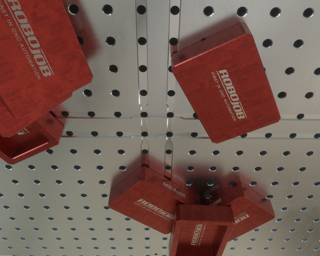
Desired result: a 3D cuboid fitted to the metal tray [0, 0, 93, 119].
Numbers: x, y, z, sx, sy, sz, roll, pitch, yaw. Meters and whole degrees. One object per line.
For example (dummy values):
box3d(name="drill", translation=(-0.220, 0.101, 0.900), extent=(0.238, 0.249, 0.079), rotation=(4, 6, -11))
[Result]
box3d(name="metal tray", translation=(-0.130, -0.085, 0.294), extent=(0.090, 0.030, 0.129), rotation=(-34, 127, -23))

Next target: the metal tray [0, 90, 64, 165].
box3d(name="metal tray", translation=(-0.200, -0.016, 0.392), extent=(0.090, 0.030, 0.130), rotation=(-23, 127, 18))

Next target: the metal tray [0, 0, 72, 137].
box3d(name="metal tray", translation=(-0.163, -0.065, 0.319), extent=(0.090, 0.030, 0.130), rotation=(-38, 130, -17))

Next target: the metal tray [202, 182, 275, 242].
box3d(name="metal tray", translation=(0.119, 0.154, 0.540), extent=(0.090, 0.030, 0.130), rotation=(34, 122, -26))

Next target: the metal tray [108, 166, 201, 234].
box3d(name="metal tray", translation=(-0.007, 0.123, 0.513), extent=(0.130, 0.030, 0.090), rotation=(34, 122, -26))

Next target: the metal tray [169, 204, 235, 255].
box3d(name="metal tray", translation=(0.066, 0.180, 0.521), extent=(0.091, 0.030, 0.129), rotation=(3, 130, -3))

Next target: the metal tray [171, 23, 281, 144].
box3d(name="metal tray", translation=(0.081, -0.046, 0.370), extent=(0.090, 0.030, 0.130), rotation=(-22, 127, 17))
